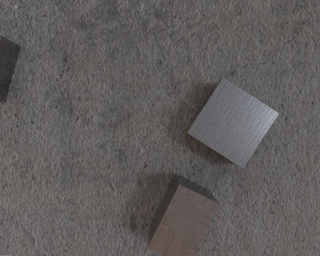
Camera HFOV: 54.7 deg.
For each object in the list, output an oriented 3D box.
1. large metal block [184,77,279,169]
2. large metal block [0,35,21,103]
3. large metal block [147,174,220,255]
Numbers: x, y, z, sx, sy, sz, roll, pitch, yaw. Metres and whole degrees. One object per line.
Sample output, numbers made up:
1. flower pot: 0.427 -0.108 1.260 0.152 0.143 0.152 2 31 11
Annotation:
1. large metal block: 0.088 -0.006 0.398 0.080 0.050 0.080 33 90 0
2. large metal block: -0.239 -0.083 0.395 0.080 0.050 0.080 15 90 0
3. large metal block: 0.026 0.109 0.383 0.050 0.080 0.080 26 90 0
